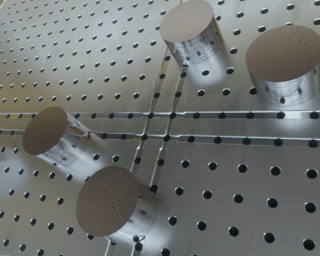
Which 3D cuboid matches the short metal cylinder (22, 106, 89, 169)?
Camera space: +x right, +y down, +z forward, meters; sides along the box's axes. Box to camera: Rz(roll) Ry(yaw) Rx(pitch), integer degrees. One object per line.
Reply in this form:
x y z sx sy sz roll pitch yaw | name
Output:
-0.156 0.014 0.465 0.080 0.050 0.080 -13 56 21 | short metal cylinder

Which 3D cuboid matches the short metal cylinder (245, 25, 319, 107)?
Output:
0.145 -0.071 0.360 0.080 0.050 0.080 -13 56 21 | short metal cylinder

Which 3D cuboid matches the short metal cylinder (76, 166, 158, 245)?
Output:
-0.049 0.091 0.362 0.080 0.050 0.080 -13 56 21 | short metal cylinder

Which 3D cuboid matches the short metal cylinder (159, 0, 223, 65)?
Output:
0.046 -0.139 0.454 0.080 0.050 0.080 -13 56 21 | short metal cylinder
